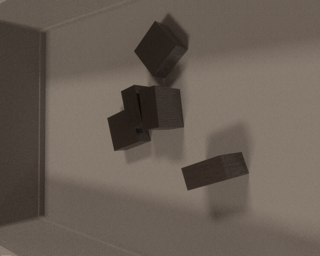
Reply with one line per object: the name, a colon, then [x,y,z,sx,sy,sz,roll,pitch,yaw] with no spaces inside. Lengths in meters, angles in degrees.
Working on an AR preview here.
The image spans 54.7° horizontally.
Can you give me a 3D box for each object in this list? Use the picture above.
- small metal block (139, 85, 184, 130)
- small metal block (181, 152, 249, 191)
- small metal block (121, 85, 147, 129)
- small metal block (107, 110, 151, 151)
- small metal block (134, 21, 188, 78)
small metal block: [0.003,-0.024,0.386,0.025,0.050,0.050,-10,84,39]
small metal block: [0.061,0.047,0.339,0.050,0.050,0.025,-25,75,37]
small metal block: [-0.020,-0.026,0.405,0.025,0.050,0.050,-20,78,38]
small metal block: [-0.045,0.002,0.441,0.050,0.025,0.050,-22,76,37]
small metal block: [0.000,-0.102,0.405,0.050,0.025,0.050,-49,61,28]
